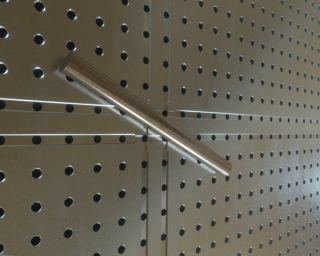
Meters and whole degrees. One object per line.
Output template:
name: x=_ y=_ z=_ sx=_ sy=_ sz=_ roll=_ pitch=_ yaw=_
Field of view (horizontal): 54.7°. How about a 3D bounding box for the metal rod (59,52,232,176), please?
metal rod: x=0.003 y=-0.003 z=0.414 sx=0.301 sy=0.025 sz=0.025 roll=34 pitch=69 yaw=-35
